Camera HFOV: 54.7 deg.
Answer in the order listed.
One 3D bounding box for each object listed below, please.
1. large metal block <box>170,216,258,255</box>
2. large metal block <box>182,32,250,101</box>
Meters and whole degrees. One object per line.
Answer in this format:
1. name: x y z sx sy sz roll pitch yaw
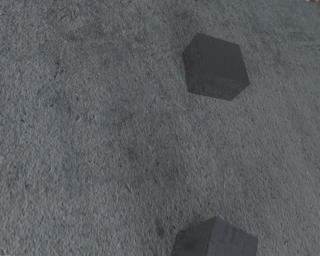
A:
1. large metal block: 0.045 0.144 0.305 0.050 0.080 0.080 30 52 -9
2. large metal block: 0.087 -0.096 0.492 0.081 0.050 0.080 8 58 -24
